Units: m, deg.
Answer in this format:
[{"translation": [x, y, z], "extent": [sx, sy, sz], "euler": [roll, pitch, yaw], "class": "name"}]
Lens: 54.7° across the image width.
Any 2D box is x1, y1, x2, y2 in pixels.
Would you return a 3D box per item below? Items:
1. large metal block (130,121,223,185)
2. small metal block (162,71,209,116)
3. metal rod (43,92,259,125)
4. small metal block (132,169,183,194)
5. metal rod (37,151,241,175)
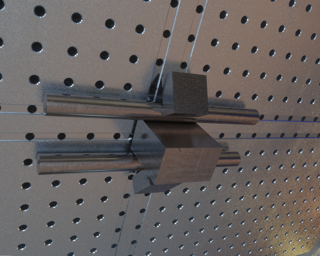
[{"translation": [0.019, 0.025, 0.396], "extent": [0.081, 0.080, 0.050], "euler": [2, 118, -29], "class": "large metal block"}, {"translation": [0.031, -0.040, 0.384], "extent": [0.050, 0.025, 0.050], "euler": [1, 84, -29], "class": "small metal block"}, {"translation": [0.011, -0.021, 0.399], "extent": [0.303, 0.025, 0.025], "euler": [2, 118, -30], "class": "metal rod"}, {"translation": [-0.005, 0.073, 0.434], "extent": [0.050, 0.025, 0.050], "euler": [2, 155, -30], "class": "small metal block"}, {"translation": [-0.009, 0.046, 0.431], "extent": [0.303, 0.025, 0.025], "euler": [2, 118, -30], "class": "metal rod"}]
